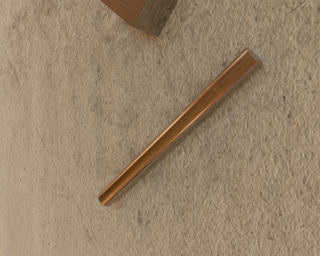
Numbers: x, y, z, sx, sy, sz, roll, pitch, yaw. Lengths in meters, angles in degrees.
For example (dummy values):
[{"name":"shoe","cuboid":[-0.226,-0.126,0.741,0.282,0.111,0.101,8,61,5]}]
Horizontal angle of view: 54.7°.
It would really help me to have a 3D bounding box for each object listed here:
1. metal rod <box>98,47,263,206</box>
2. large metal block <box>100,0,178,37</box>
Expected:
[{"name":"metal rod","cuboid":[0.008,0.017,0.398,0.299,0.025,0.025,-45,63,30]},{"name":"large metal block","cuboid":[-0.022,-0.181,0.407,0.080,0.050,0.080,46,118,30]}]
